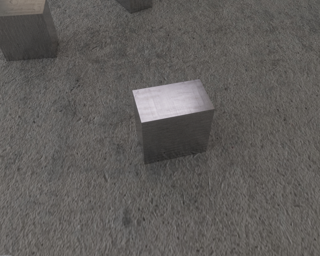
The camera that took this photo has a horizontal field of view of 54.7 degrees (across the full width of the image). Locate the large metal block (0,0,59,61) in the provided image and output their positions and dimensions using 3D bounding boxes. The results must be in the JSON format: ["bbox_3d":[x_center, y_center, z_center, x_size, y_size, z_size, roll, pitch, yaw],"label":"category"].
[{"bbox_3d":[-0.216,-0.158,0.499,0.081,0.080,0.050,-6,51,-5],"label":"large metal block"}]

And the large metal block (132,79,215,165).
[{"bbox_3d":[0.014,-0.006,0.373,0.081,0.080,0.050,-11,51,-9],"label":"large metal block"}]

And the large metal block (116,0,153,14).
[{"bbox_3d":[-0.058,-0.285,0.607,0.050,0.080,0.080,-26,55,-20],"label":"large metal block"}]
